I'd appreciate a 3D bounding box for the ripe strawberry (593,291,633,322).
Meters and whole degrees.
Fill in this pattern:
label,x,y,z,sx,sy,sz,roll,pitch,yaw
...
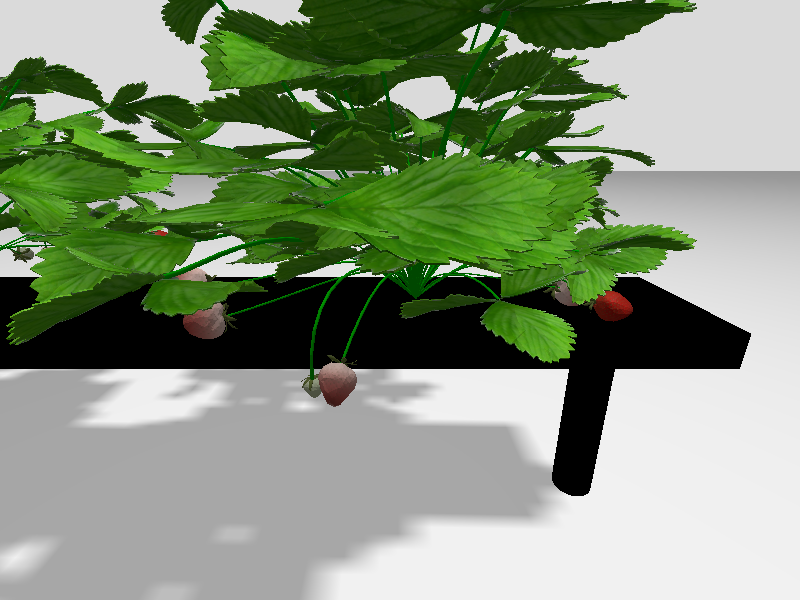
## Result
label,x,y,z,sx,sy,sz,roll,pitch,yaw
ripe strawberry,0.167,0.005,0.315,0.028,0.024,0.028,16,24,15

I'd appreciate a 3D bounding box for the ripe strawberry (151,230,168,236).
label,x,y,z,sx,sy,sz,roll,pitch,yaw
ripe strawberry,-0.311,-0.075,0.525,0.034,0.036,0.037,14,23,34

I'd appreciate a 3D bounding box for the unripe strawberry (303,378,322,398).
label,x,y,z,sx,sy,sz,roll,pitch,yaw
unripe strawberry,-0.046,0.047,0.215,0.011,0.011,0.010,7,21,19

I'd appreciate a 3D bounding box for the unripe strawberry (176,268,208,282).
label,x,y,z,sx,sy,sz,roll,pitch,yaw
unripe strawberry,-0.183,-0.010,0.340,0.040,0.034,0.039,-3,20,-7

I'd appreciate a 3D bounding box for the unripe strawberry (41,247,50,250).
label,x,y,z,sx,sy,sz,roll,pitch,yaw
unripe strawberry,-0.459,-0.062,0.521,0.012,0.012,0.010,-3,20,-8

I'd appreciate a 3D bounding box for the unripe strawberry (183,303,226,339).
label,x,y,z,sx,sy,sz,roll,pitch,yaw
unripe strawberry,-0.139,0.014,0.284,0.027,0.029,0.025,-12,23,-28

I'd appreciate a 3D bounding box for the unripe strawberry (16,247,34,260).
label,x,y,z,sx,sy,sz,roll,pitch,yaw
unripe strawberry,-0.468,-0.058,0.501,0.019,0.016,0.019,-5,12,-12

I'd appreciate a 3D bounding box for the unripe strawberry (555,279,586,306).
label,x,y,z,sx,sy,sz,roll,pitch,yaw
unripe strawberry,0.154,-0.011,0.353,0.034,0.033,0.031,2,20,5

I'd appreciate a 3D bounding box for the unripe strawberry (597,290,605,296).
label,x,y,z,sx,sy,sz,roll,pitch,yaw
unripe strawberry,0.177,-0.005,0.351,0.010,0.011,0.011,2,20,6
